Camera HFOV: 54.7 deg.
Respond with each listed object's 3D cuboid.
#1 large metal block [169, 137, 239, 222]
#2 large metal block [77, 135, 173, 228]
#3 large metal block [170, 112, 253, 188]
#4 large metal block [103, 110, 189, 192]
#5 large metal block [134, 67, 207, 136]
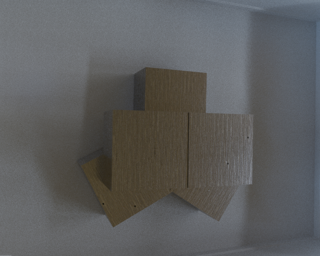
[{"bbox_3d":[0.057,0.064,0.415,0.080,0.050,0.080,36,79,-16],"label":"large metal block"},{"bbox_3d":[-0.044,0.059,0.379,0.081,0.050,0.080,-28,99,-18],"label":"large metal block"},{"bbox_3d":[0.059,0.024,0.363,0.081,0.050,0.080,1,90,-20],"label":"large metal block"},{"bbox_3d":[-0.017,0.022,0.336,0.081,0.050,0.080,1,90,-20],"label":"large metal block"},{"bbox_3d":[0.012,-0.031,0.400,0.081,0.050,0.080,2,90,-20],"label":"large metal block"}]
